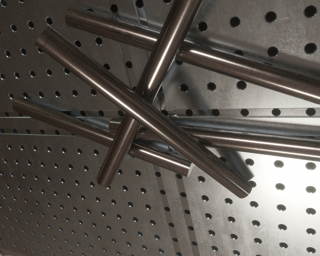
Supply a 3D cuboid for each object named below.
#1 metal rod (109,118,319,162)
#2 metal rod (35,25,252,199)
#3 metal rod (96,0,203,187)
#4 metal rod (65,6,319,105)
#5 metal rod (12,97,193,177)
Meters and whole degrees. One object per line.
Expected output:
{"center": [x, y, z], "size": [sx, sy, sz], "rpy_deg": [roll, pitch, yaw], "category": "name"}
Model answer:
{"center": [0.070, 0.013, 0.381], "size": [0.301, 0.025, 0.025], "rpy_deg": [6, 121, 24], "category": "metal rod"}
{"center": [-0.002, -0.005, 0.352], "size": [0.301, 0.025, 0.025], "rpy_deg": [37, 131, -20], "category": "metal rod"}
{"center": [-0.027, -0.023, 0.375], "size": [0.025, 0.025, 0.298], "rpy_deg": [34, 129, 6], "category": "metal rod"}
{"center": [0.027, -0.086, 0.342], "size": [0.301, 0.025, 0.025], "rpy_deg": [21, 126, 15], "category": "metal rod"}
{"center": [-0.095, 0.009, 0.464], "size": [0.301, 0.025, 0.025], "rpy_deg": [19, 126, 16], "category": "metal rod"}
